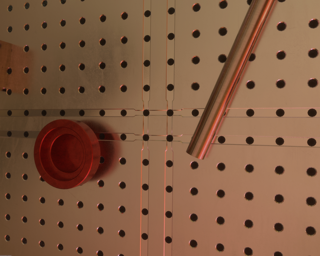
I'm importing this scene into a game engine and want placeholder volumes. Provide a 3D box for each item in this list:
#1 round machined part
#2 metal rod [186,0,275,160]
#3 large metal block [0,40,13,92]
[{"bbox_3d":[-0.129,0.036,0.449,0.098,0.042,0.097,0,90,20],"label":"round machined part"},{"bbox_3d":[0.102,-0.101,0.376,0.025,0.025,0.298,25,98,18],"label":"metal rod"},{"bbox_3d":[-0.296,-0.106,0.504,0.080,0.050,0.079,10,93,19],"label":"large metal block"}]
